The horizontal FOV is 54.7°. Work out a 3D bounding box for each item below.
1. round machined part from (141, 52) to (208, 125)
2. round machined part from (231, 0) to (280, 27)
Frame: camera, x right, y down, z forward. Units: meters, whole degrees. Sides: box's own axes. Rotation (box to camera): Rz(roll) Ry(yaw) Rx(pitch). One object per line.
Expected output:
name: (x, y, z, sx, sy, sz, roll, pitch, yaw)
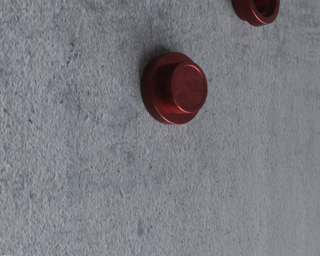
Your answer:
round machined part: (0.026, -0.053, 0.415, 0.099, 0.042, 0.097, 0, 90, -40)
round machined part: (0.159, -0.221, 0.526, 0.099, 0.042, 0.097, 0, 90, -40)
